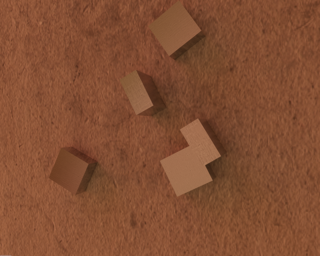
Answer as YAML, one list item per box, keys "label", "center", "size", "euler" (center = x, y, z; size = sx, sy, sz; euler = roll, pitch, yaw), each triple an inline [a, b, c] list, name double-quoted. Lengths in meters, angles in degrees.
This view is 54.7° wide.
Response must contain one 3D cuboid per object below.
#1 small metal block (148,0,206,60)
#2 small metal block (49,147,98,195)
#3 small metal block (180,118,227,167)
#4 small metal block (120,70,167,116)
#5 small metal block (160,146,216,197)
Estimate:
- label: "small metal block"
  center: [0.022, -0.125, 0.401]
  size: [0.050, 0.025, 0.050]
  euler: [-36, 79, 16]
- label: "small metal block"
  center: [-0.126, 0.061, 0.452]
  size: [0.050, 0.025, 0.050]
  euler: [27, 99, 17]
- label: "small metal block"
  center: [0.054, 0.017, 0.376]
  size: [0.025, 0.050, 0.050]
  euler: [-33, 80, 16]
- label: "small metal block"
  center: [-0.021, -0.044, 0.402]
  size: [0.025, 0.050, 0.050]
  euler: [-29, 81, 18]
- label: "small metal block"
  center: [0.036, 0.053, 0.396]
  size: [0.050, 0.025, 0.050]
  euler: [-29, 81, 17]
